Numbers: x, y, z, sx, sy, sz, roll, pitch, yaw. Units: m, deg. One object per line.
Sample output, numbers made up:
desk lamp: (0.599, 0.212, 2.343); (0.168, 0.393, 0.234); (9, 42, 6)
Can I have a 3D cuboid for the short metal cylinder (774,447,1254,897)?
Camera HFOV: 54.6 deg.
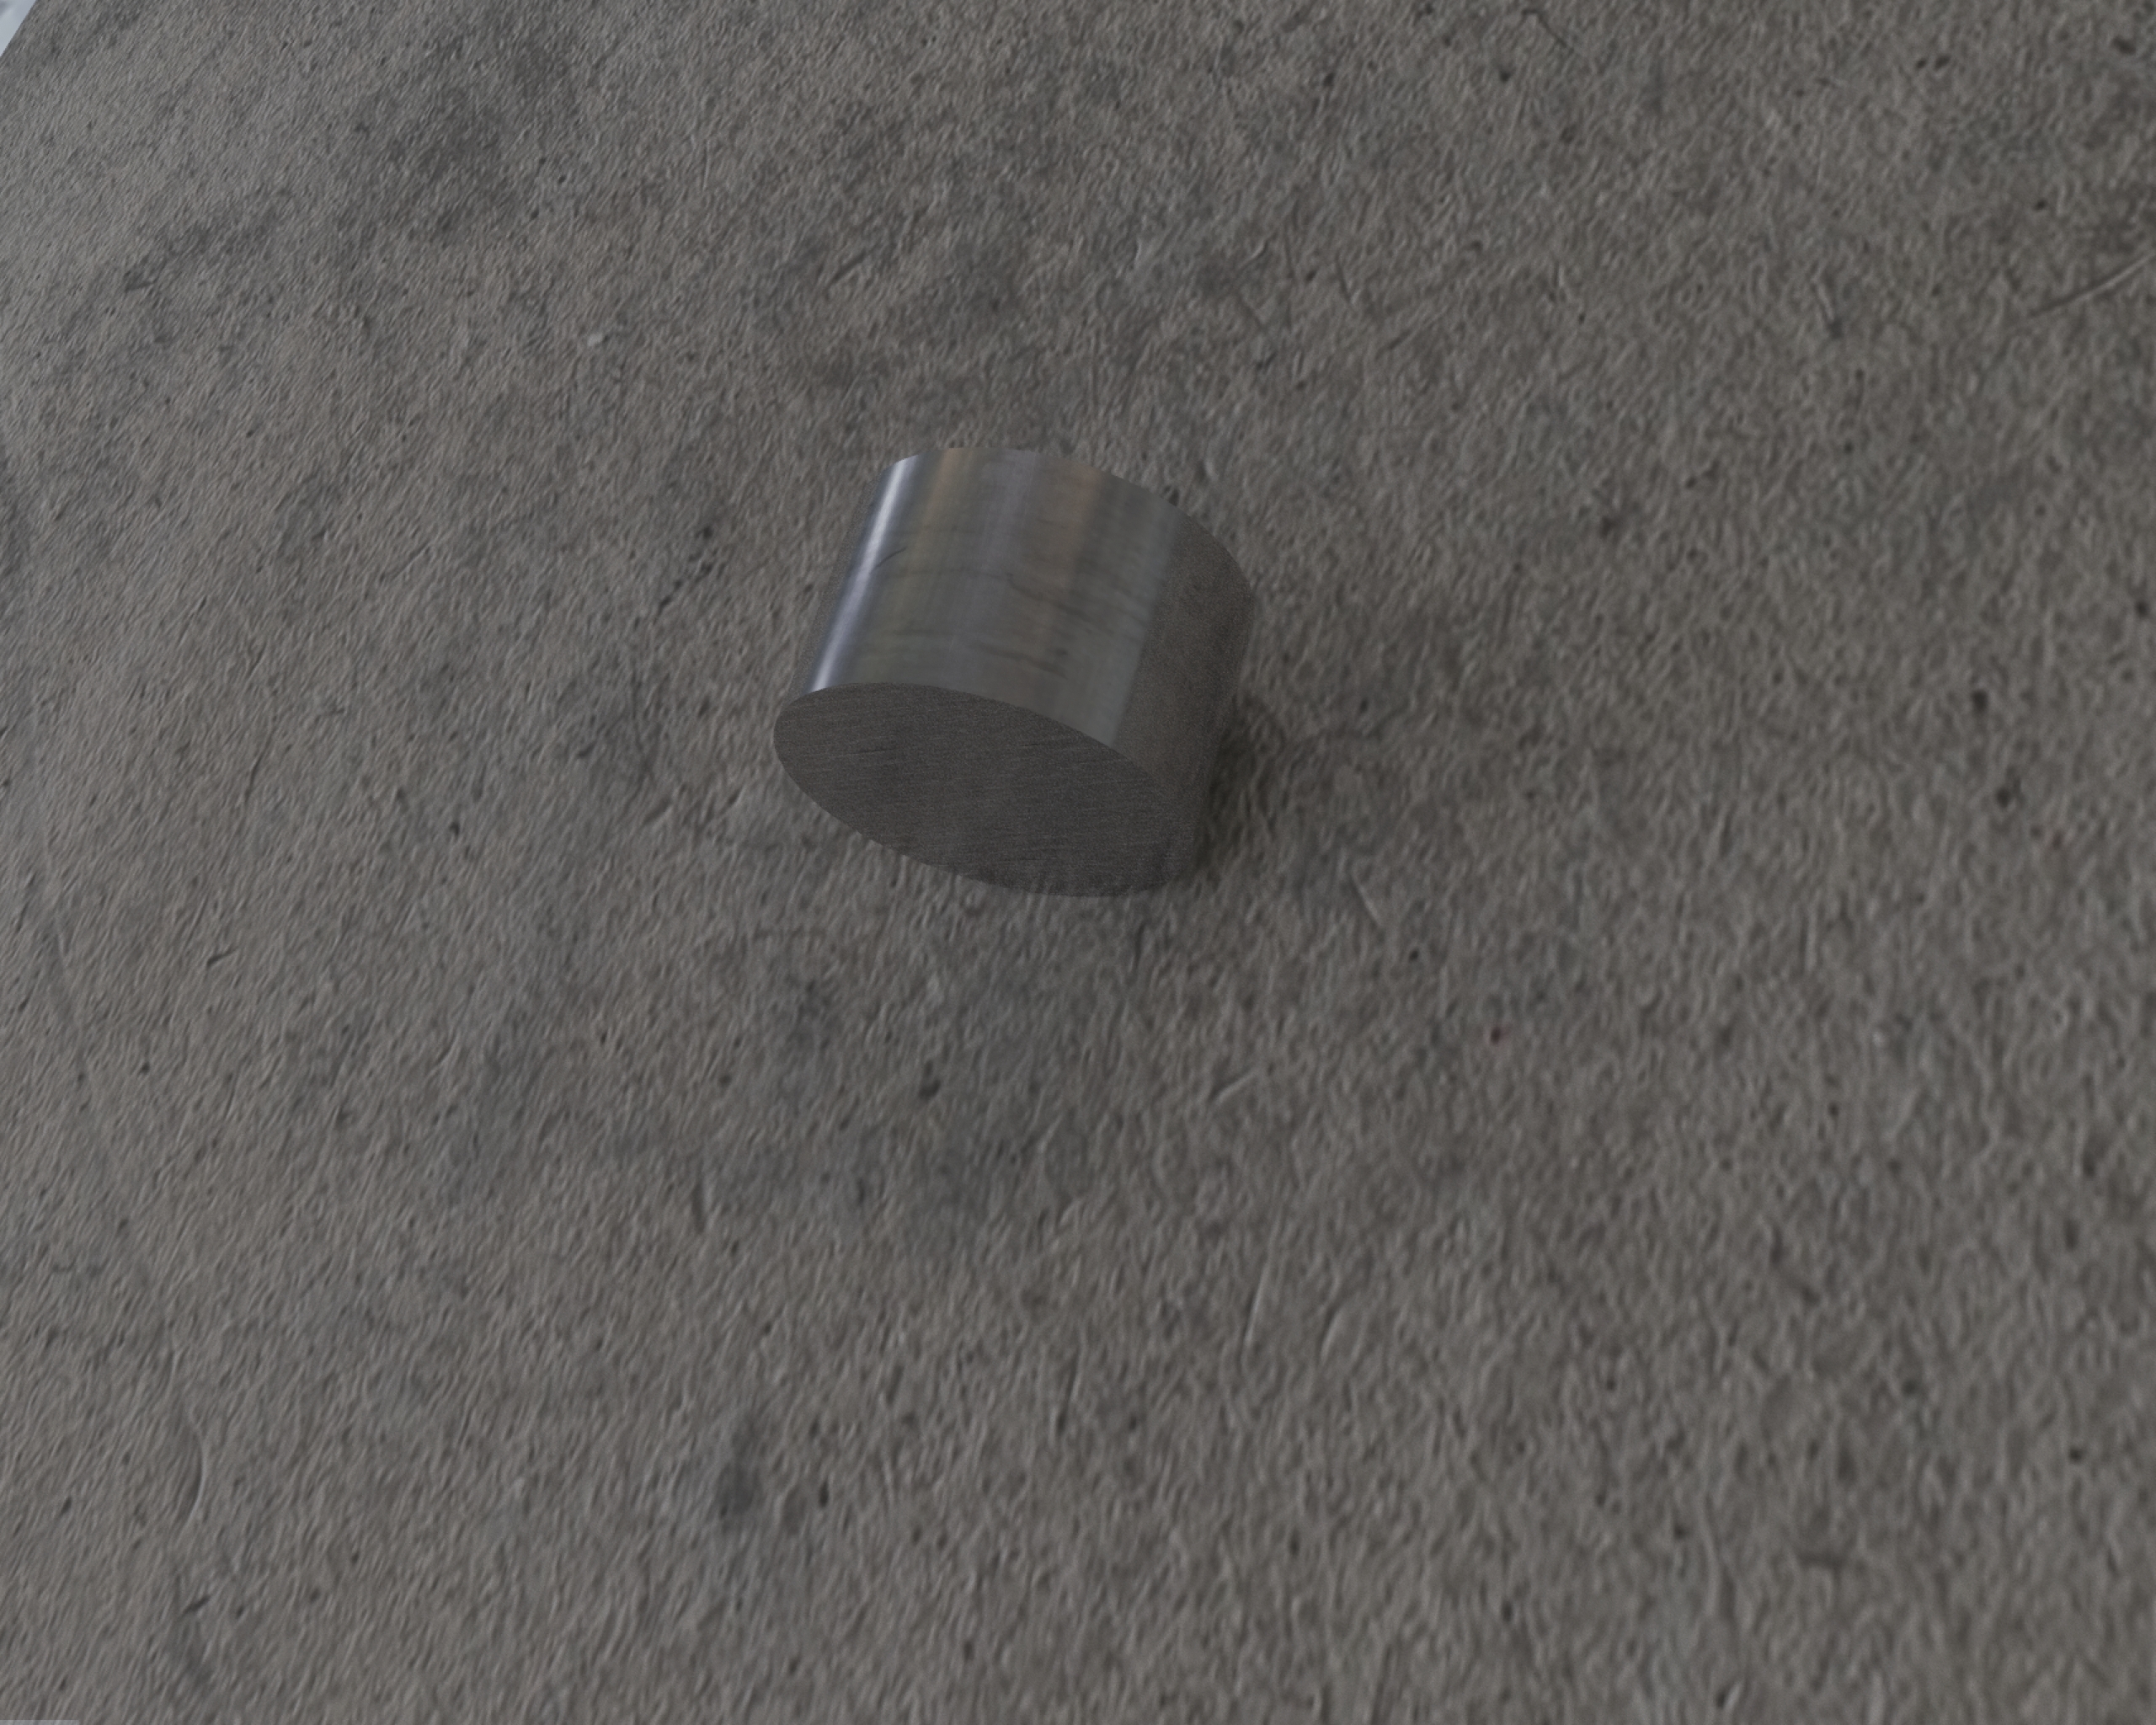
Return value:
short metal cylinder: (-0.011, -0.034, 0.396); (0.080, 0.080, 0.050); (2, 63, 29)
